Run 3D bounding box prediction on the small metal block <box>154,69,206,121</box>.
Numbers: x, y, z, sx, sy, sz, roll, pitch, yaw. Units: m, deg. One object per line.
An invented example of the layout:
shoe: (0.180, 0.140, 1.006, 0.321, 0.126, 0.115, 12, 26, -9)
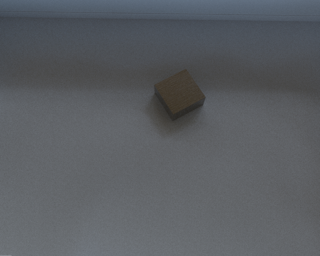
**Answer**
small metal block: (0.027, -0.045, 0.426, 0.050, 0.025, 0.050, -28, 73, -10)
